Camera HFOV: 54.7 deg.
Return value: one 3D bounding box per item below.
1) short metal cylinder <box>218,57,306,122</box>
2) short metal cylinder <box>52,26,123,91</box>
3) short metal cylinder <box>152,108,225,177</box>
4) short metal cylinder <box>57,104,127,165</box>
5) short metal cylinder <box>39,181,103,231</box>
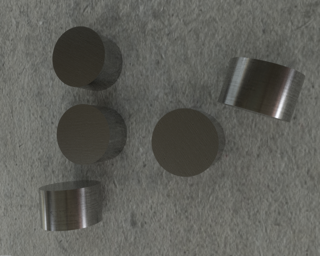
[{"bbox_3d":[0.110,-0.041,0.341,0.080,0.080,0.050,18,96,18],"label":"short metal cylinder"},{"bbox_3d":[-0.099,-0.094,0.429,0.080,0.050,0.079,0,90,19],"label":"short metal cylinder"},{"bbox_3d":[0.036,0.017,0.382,0.080,0.050,0.079,0,90,19],"label":"short metal cylinder"},{"bbox_3d":[-0.093,0.008,0.427,0.080,0.050,0.079,0,90,19],"label":"short metal cylinder"},{"bbox_3d":[-0.120,0.102,0.421,0.080,0.080,0.050,-4,89,19],"label":"short metal cylinder"}]
